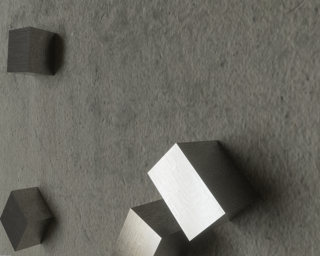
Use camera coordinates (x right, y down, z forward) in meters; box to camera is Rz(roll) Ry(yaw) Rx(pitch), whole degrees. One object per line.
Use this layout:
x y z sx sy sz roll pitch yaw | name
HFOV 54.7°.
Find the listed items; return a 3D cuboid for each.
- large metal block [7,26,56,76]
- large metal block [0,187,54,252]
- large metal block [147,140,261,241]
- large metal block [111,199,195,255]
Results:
-0.244 -0.142 0.586 0.080 0.050 0.079 8 95 39 | large metal block
-0.258 0.174 0.598 0.080 0.050 0.080 45 117 30 | large metal block
0.048 0.061 0.329 0.050 0.081 0.080 -49 61 29 | large metal block
-0.004 0.135 0.371 0.050 0.081 0.079 34 111 34 | large metal block
